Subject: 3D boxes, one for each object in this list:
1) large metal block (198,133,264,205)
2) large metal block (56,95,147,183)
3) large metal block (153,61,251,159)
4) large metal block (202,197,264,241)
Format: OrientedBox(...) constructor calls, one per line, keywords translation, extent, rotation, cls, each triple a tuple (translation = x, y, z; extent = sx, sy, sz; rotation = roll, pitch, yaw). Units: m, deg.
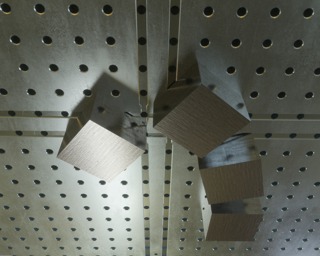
OrientedBox(translation=(0.101, 0.061, 0.447), extent=(0.080, 0.050, 0.080), rotation=(-11, 129, 9), cls="large metal block")
OrientedBox(translation=(-0.075, 0.017, 0.409), extent=(0.080, 0.050, 0.080), rotation=(32, 123, -25), cls="large metal block")
OrientedBox(translation=(0.048, -0.020, 0.379), extent=(0.080, 0.050, 0.080), rotation=(33, 123, -25), cls="large metal block")
OrientedBox(translation=(0.118, 0.146, 0.520), extent=(0.080, 0.050, 0.080), rotation=(1, 130, -1), cls="large metal block")
